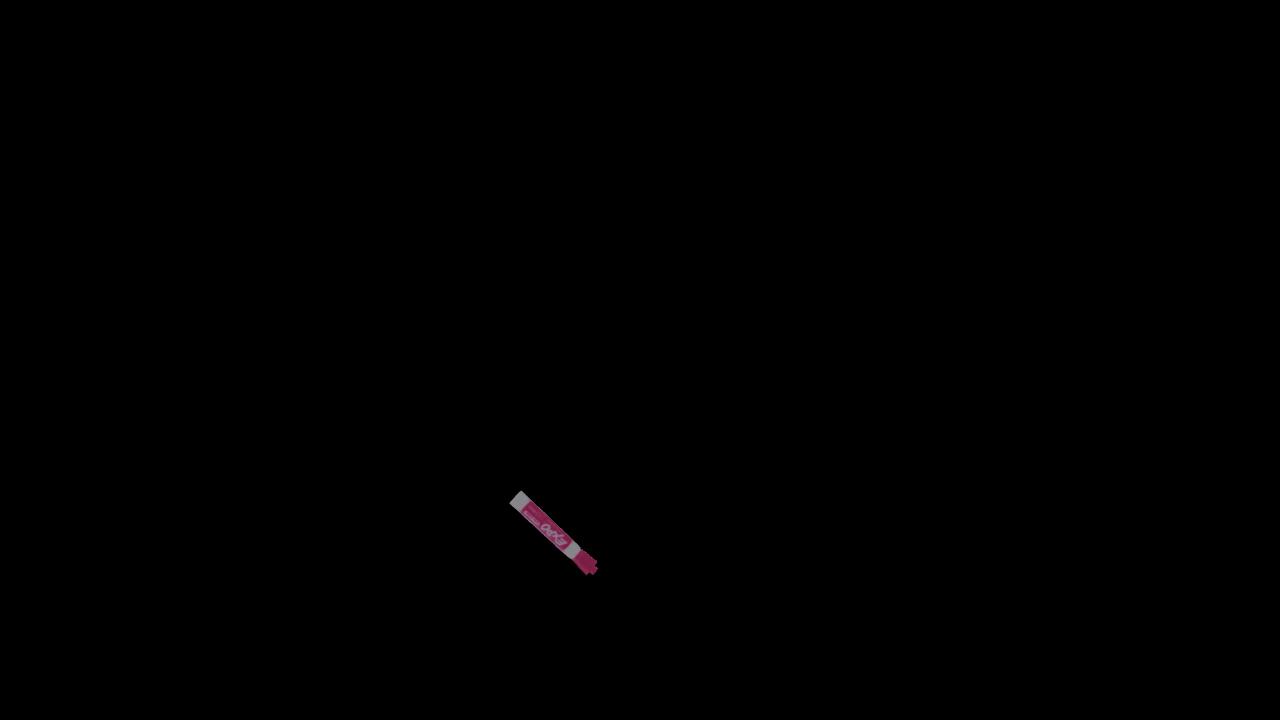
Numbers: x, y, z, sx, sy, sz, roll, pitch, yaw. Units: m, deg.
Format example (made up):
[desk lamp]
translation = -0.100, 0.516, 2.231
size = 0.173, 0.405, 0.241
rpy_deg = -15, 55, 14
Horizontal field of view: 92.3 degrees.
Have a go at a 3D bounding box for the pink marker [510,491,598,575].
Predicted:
[pink marker]
translation = -0.093, 0.191, 0.675
size = 0.121, 0.020, 0.020
rpy_deg = 43, 1, 1
